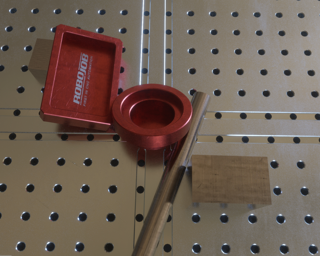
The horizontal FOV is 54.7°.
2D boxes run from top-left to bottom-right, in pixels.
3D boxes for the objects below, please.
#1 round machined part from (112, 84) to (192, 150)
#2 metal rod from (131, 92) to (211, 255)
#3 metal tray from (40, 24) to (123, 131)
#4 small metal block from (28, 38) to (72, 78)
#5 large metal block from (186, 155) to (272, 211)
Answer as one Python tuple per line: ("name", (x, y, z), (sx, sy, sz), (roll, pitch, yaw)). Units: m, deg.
("round machined part", (-0.010, -0.011, 0.393), (0.099, 0.042, 0.098), (1, 44, -1))
("metal rod", (0.005, 0.087, 0.379), (0.025, 0.025, 0.300), (20, 71, 7))
("metal tray", (-0.102, -0.067, 0.416), (0.091, 0.030, 0.130), (10, 69, -19))
("small metal block", (-0.154, -0.098, 0.446), (0.050, 0.025, 0.050), (7, 70, 2))
("large metal block", (0.074, 0.066, 0.359), (0.081, 0.080, 0.050), (2, 70, 0))
